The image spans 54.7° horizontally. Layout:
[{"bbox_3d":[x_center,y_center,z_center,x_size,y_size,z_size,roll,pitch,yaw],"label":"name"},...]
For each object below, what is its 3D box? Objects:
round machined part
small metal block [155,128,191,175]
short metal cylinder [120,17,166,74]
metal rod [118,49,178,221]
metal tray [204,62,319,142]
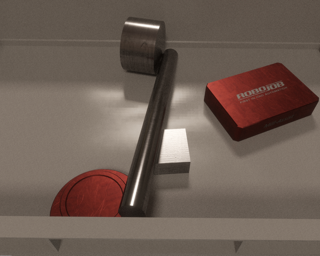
[{"bbox_3d":[-0.065,0.084,0.323,0.099,0.042,0.098,0,50,0],"label":"round machined part"},{"bbox_3d":[0.008,0.029,0.381,0.050,0.025,0.050,-3,50,-3],"label":"small metal block"},{"bbox_3d":[-0.025,-0.126,0.475,0.050,0.080,0.080,10,51,8],"label":"short metal cylinder"},{"bbox_3d":[-0.004,-0.020,0.393,0.025,0.025,0.300,7,42,5],"label":"metal rod"},{"bbox_3d":[0.140,-0.041,0.438,0.131,0.030,0.090,-18,53,-15],"label":"metal tray"}]
